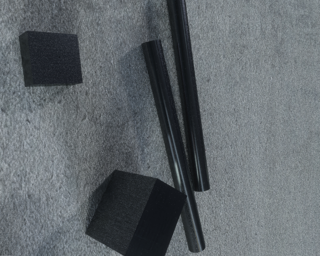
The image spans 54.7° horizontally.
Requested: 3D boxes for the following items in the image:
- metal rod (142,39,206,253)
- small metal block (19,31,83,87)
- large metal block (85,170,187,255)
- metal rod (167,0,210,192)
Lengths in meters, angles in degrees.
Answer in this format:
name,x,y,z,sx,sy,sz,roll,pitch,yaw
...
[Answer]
name,x,y,z,sx,sy,sz,roll,pitch,yaw
metal rod,0.021,0.032,0.424,0.025,0.025,0.298,-22,104,-38
small metal block,-0.110,-0.069,0.314,0.050,0.025,0.050,-9,96,-40
large metal block,-0.027,0.098,0.348,0.050,0.080,0.080,37,67,-35
metal rod,0.040,-0.056,0.440,0.025,0.025,0.298,-15,99,-39
